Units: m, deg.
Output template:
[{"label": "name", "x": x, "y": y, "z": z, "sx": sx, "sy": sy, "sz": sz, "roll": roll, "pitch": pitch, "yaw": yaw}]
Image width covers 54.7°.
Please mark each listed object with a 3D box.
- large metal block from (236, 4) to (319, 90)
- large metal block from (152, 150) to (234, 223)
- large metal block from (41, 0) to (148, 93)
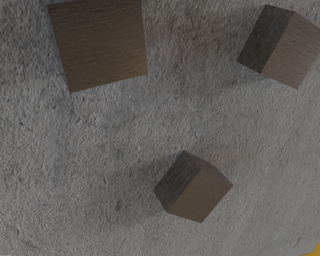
[{"label": "large metal block", "x": 0.163, "y": -0.106, "z": 0.414, "sx": 0.081, "sy": 0.050, "sz": 0.080, "roll": 13, "pitch": 112, "yaw": -34}, {"label": "large metal block", "x": 0.051, "y": 0.091, "z": 0.475, "sx": 0.080, "sy": 0.050, "sz": 0.080, "roll": 29, "pitch": 102, "yaw": -38}, {"label": "large metal block", "x": -0.062, "y": -0.089, "z": 0.302, "sx": 0.081, "sy": 0.050, "sz": 0.079, "roll": -18, "pitch": 126, "yaw": -18}]
